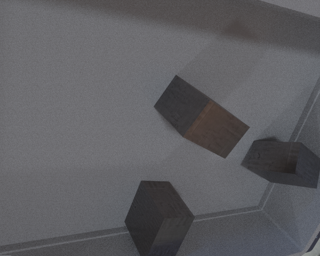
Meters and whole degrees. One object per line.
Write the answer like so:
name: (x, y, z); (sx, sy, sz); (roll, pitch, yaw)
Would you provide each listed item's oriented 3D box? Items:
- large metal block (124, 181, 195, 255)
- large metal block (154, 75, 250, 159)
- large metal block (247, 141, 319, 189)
large metal block: (-0.004, 0.134, 0.454); (0.050, 0.080, 0.079); (8, 114, -32)
large metal block: (0.051, -0.015, 0.392); (0.080, 0.080, 0.050); (27, 104, -37)
large metal block: (0.206, 0.060, 0.512); (0.080, 0.080, 0.050); (29, 71, -37)
